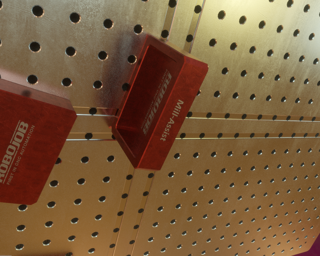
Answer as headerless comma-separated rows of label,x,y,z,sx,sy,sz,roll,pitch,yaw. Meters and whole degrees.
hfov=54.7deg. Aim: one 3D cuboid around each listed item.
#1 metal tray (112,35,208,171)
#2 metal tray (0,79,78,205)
metal tray,-0.007,-0.029,0.348,0.030,0.090,0.129,12,112,-34
metal tray,-0.158,0.020,0.334,0.091,0.030,0.129,18,109,-36
